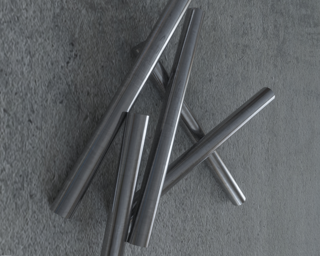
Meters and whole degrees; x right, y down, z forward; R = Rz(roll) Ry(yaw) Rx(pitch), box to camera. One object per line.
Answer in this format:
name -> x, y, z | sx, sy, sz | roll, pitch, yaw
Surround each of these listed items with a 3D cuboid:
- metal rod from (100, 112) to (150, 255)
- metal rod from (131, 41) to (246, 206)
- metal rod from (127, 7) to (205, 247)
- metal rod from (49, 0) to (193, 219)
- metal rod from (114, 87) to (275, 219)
metal rod -> -0.051, 0.131, 0.338 | 0.025, 0.025, 0.298 | 10, 91, -40
metal rod -> 0.052, 0.008, 0.448 | 0.025, 0.025, 0.299 | -50, 120, -28
metal rod -> 0.011, -0.012, 0.378 | 0.025, 0.025, 0.299 | 25, 73, -37
metal rod -> -0.035, -0.042, 0.351 | 0.025, 0.025, 0.300 | 36, 75, -34
metal rod -> 0.058, 0.029, 0.423 | 0.302, 0.025, 0.025 | -37, 113, -24
